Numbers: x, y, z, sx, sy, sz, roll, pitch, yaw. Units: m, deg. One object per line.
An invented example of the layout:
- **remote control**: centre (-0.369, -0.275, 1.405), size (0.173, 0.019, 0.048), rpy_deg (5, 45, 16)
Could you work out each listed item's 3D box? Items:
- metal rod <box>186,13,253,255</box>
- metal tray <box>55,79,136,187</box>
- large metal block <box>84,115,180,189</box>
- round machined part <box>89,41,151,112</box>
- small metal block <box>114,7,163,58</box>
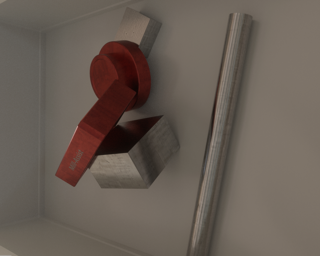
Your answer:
- **metal rod**: centre (0.064, 0.025, 0.352), size (0.025, 0.025, 0.298), rpy_deg (15, 99, 38)
- **metal tray**: centre (-0.083, 0.009, 0.393), size (0.030, 0.090, 0.129), rpy_deg (33, 136, -6)
- **large metal block**: centre (-0.035, 0.030, 0.388), size (0.080, 0.080, 0.050), rpy_deg (-9, 117, 39)
- **round machined part**: centre (-0.061, -0.069, 0.426), size (0.098, 0.042, 0.097), rpy_deg (21, 120, 42)
- **small metal block**: centre (-0.031, -0.133, 0.431), size (0.050, 0.025, 0.050), rpy_deg (39, 113, 33)
